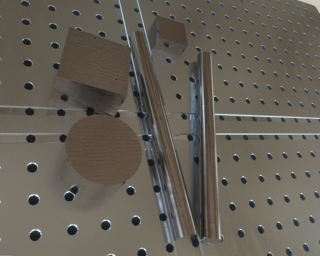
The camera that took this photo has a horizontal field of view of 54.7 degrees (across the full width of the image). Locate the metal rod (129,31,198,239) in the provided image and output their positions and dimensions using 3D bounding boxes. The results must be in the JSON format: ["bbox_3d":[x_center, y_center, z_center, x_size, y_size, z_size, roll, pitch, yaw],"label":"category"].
[{"bbox_3d":[-0.002,-0.008,0.413,0.025,0.025,0.299,0,62,-28],"label":"metal rod"}]

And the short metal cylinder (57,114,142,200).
[{"bbox_3d":[-0.066,0.032,0.338,0.081,0.050,0.080,14,56,-21],"label":"short metal cylinder"}]

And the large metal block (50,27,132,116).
[{"bbox_3d":[-0.085,-0.069,0.389,0.081,0.050,0.080,14,56,-21],"label":"large metal block"}]

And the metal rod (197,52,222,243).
[{"bbox_3d":[0.067,0.006,0.442,0.025,0.025,0.300,17,55,-19],"label":"metal rod"}]

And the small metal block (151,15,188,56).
[{"bbox_3d":[0.015,-0.152,0.511,0.050,0.025,0.050,9,58,-24],"label":"small metal block"}]
